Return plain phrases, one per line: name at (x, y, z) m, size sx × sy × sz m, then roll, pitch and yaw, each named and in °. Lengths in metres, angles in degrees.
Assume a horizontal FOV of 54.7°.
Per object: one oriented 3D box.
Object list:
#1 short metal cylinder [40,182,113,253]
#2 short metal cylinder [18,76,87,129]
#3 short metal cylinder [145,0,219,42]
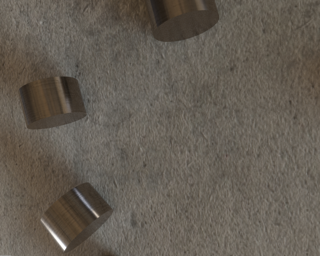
short metal cylinder at (-0.110, 0.120, 0.417) m, size 0.050 × 0.080 × 0.080 m, roll 45°, pitch 104°, yaw 14°
short metal cylinder at (-0.148, -0.033, 0.430) m, size 0.080 × 0.080 × 0.050 m, roll -18°, pitch 84°, yaw 19°
short metal cylinder at (0.025, -0.144, 0.370) m, size 0.080 × 0.080 × 0.050 m, roll -16°, pitch 85°, yaw 19°
